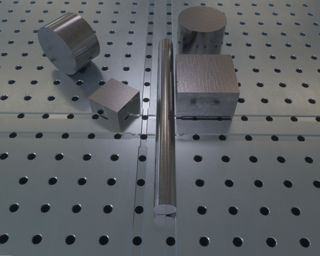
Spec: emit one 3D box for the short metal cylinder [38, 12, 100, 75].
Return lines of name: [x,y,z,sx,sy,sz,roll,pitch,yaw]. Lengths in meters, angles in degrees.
short metal cylinder: [-0.141,-0.130,0.480,0.080,0.080,0.050,29,56,22]

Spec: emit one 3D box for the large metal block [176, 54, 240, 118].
large metal block: [0.063,-0.060,0.443,0.081,0.050,0.080,0,50,0]

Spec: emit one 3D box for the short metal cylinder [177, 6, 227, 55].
short metal cylinder: [0.070,-0.165,0.531,0.081,0.050,0.080,0,50,0]

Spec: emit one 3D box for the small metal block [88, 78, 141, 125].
small metal block: [-0.063,-0.039,0.440,0.050,0.025,0.050,27,55,20]

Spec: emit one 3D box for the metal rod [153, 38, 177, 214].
metal rod: [0.008,-0.027,0.430,0.025,0.025,0.300,1,50,0]
